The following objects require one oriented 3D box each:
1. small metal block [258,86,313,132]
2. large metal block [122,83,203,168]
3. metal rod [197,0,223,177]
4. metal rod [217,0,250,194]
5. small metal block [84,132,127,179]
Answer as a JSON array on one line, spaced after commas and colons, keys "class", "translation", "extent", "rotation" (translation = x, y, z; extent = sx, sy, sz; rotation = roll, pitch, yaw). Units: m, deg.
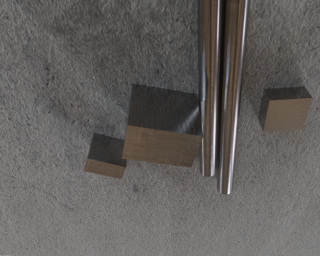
[{"class": "small metal block", "translation": [0.156, -0.023, 0.390], "extent": [0.050, 0.025, 0.050], "rotation": [-3, 130, 2]}, {"class": "large metal block", "translation": [0.001, -0.004, 0.368], "extent": [0.081, 0.080, 0.050], "rotation": [8, 130, -8]}, {"class": "metal rod", "translation": [0.058, -0.050, 0.365], "extent": [0.025, 0.025, 0.298], "rotation": [-4, 130, 3]}, {"class": "metal rod", "translation": [0.089, -0.018, 0.393], "extent": [0.025, 0.025, 0.298], "rotation": [-4, 130, 3]}, {"class": "small metal block", "translation": [-0.072, 0.038, 0.422], "extent": [0.050, 0.050, 0.025], "rotation": [15, 128, -13]}]
